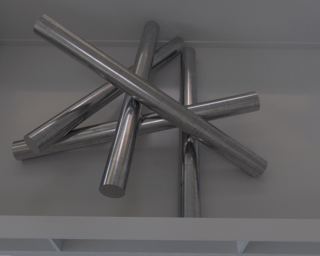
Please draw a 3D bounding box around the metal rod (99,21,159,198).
[{"bbox_3d":[-0.029,-0.050,0.392,0.025,0.025,0.300,5,47,4],"label":"metal rod"}]

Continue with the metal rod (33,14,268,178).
[{"bbox_3d":[-0.006,-0.033,0.355,0.301,0.025,0.025,33,54,-5],"label":"metal rod"}]

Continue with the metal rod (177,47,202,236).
[{"bbox_3d":[0.038,-0.009,0.412,0.025,0.025,0.300,2,50,2],"label":"metal rod"}]

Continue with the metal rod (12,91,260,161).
[{"bbox_3d":[-0.028,-0.003,0.383,0.302,0.025,0.025,-12,51,-1],"label":"metal rod"}]

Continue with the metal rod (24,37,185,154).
[{"bbox_3d":[-0.054,-0.062,0.432,0.025,0.025,0.302,28,48,22],"label":"metal rod"}]
